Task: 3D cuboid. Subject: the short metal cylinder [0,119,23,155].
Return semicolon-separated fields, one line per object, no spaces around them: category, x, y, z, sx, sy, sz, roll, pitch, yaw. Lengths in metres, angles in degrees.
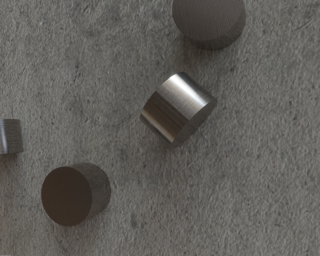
short metal cylinder;-0.252;0.017;0.466;0.080;0.080;0.050;-9;87;19

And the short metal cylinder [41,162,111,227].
short metal cylinder;-0.117;0.091;0.435;0.080;0.050;0.079;0;90;19

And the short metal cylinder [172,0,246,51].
short metal cylinder;0.061;-0.139;0.374;0.080;0.050;0.079;0;90;19

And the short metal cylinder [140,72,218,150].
short metal cylinder;0.023;-0.020;0.371;0.050;0.080;0.080;44;103;14
